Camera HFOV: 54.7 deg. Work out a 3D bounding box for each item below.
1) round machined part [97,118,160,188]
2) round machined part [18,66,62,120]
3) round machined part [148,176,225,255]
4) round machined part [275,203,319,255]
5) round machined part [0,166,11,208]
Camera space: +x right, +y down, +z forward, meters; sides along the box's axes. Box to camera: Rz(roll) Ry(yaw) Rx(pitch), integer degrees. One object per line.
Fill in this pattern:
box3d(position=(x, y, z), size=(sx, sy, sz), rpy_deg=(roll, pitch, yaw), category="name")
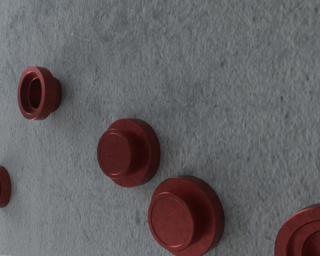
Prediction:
box3d(position=(-0.050, 0.035, 0.433), size=(0.098, 0.042, 0.097), rpy_deg=(0, 90, 39), category="round machined part")
box3d(position=(-0.218, -0.063, 0.570), size=(0.098, 0.042, 0.097), rpy_deg=(0, 90, 39), category="round machined part")
box3d(position=(0.024, 0.108, 0.372), size=(0.098, 0.042, 0.097), rpy_deg=(0, 90, 39), category="round machined part")
box3d(position=(0.155, 0.112, 0.266), size=(0.098, 0.042, 0.097), rpy_deg=(0, 90, 39), category="round machined part")
box3d(position=(-0.383, 0.136, 0.705), size=(0.098, 0.042, 0.097), rpy_deg=(0, 90, 39), category="round machined part")
